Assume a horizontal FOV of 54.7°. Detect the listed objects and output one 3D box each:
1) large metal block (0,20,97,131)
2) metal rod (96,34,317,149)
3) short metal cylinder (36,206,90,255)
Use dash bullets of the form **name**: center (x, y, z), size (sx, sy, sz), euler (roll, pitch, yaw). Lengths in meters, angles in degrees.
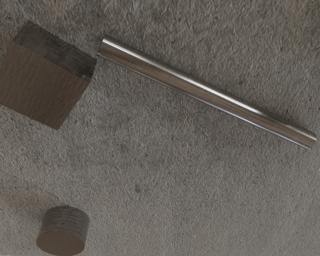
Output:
- **large metal block**: center (-0.128, -0.055, 0.343), size (0.080, 0.050, 0.080), euler (29, 124, -22)
- **metal rod**: center (0.070, -0.036, 0.377), size (0.302, 0.025, 0.025), euler (22, 127, -18)
- **short metal cylinder**: center (-0.168, 0.182, 0.544), size (0.081, 0.050, 0.079), euler (0, 130, 0)
